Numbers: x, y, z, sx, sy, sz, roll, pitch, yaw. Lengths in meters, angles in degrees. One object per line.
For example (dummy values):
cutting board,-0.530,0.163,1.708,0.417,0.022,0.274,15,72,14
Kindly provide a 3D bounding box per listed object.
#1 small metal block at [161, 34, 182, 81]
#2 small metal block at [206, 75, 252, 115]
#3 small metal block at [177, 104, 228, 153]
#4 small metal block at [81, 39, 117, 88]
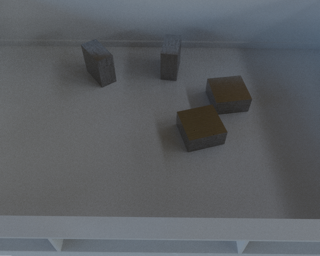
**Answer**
small metal block,0.017,-0.109,0.481,0.025,0.050,0.050,7,50,6
small metal block,0.097,-0.048,0.446,0.050,0.025,0.050,-6,50,-6
small metal block,0.053,0.000,0.405,0.050,0.025,0.050,-12,51,-10
small metal block,-0.093,-0.098,0.471,0.025,0.050,0.050,-29,56,-22
